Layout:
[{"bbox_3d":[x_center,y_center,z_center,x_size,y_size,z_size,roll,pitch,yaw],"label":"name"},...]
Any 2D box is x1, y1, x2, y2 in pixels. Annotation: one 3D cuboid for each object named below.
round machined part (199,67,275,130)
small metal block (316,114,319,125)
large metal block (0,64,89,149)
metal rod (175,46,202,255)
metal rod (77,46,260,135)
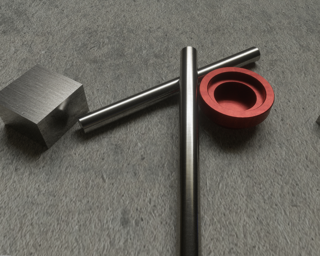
[{"bbox_3d":[0.101,-0.036,0.424,0.099,0.042,0.098,0,50,0],"label":"round machined part"},{"bbox_3d":[0.250,-0.007,0.413,0.050,0.025,0.050,-19,53,-16],"label":"small metal block"},{"bbox_3d":[-0.155,-0.031,0.411,0.080,0.050,0.080,25,54,19],"label":"large metal block"},{"bbox_3d":[0.035,0.012,0.374,0.025,0.025,0.300,3,56,2],"label":"metal rod"},{"bbox_3d":[0.026,-0.062,0.455,0.302,0.025,0.025,-25,55,-20],"label":"metal rod"}]
